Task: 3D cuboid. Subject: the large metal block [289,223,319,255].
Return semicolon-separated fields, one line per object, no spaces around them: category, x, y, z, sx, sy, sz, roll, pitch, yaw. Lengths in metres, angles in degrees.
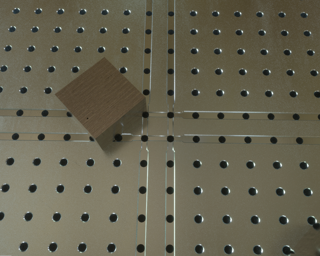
large metal block;0.200;0.148;0.330;0.050;0.080;0.080;-41;75;-13

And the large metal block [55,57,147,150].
large metal block;-0.075;-0.032;0.410;0.080;0.050;0.080;-41;75;-14
